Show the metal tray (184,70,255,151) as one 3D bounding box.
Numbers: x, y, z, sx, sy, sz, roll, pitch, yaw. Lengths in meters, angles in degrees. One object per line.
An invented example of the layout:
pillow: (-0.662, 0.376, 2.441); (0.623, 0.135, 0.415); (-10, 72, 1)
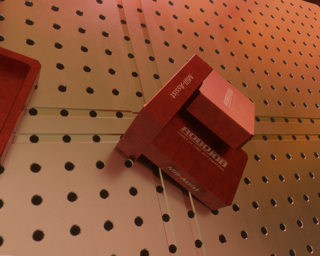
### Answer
metal tray: (0.090, -0.032, 0.440); (0.090, 0.030, 0.130); (40, 28, -2)

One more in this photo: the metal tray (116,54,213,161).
metal tray: (0.007, -0.027, 0.385); (0.030, 0.090, 0.131); (40, 51, 0)

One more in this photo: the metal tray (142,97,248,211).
metal tray: (0.048, 0.032, 0.403); (0.130, 0.030, 0.090); (40, 51, -8)

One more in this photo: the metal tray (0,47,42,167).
metal tray: (-0.189, -0.030, 0.321); (0.091, 0.030, 0.130); (19, 54, -17)
